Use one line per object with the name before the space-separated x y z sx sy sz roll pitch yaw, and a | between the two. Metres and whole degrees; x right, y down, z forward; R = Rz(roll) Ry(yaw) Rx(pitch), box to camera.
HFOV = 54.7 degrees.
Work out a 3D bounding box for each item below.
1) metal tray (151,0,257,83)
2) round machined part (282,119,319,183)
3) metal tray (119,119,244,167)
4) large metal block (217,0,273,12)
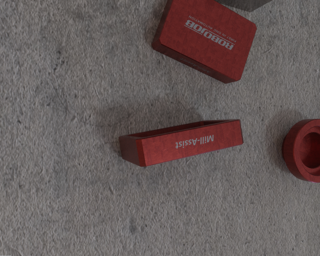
metal tray | 0.064 -0.128 0.431 0.131 0.030 0.090 21 83 -19
round machined part | 0.234 0.035 0.489 0.099 0.042 0.097 0 90 -21
metal tray | 0.023 0.015 0.384 0.131 0.090 0.030 -11 94 -20
large metal block | 0.114 -0.221 0.439 0.081 0.050 0.080 7 88 -20
